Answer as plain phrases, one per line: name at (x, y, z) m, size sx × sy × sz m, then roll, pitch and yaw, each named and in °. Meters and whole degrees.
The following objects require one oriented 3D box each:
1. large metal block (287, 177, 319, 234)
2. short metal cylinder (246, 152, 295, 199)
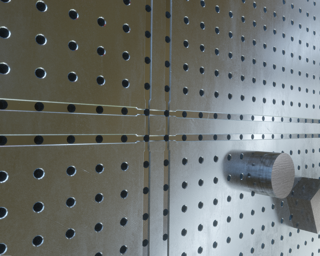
large metal block at (0.320, 0.163, 0.662) m, size 0.081 × 0.050 × 0.080 m, roll -30°, pitch 109°, yaw -36°
short metal cylinder at (0.200, 0.083, 0.561) m, size 0.081 × 0.050 × 0.079 m, roll 0°, pitch 90°, yaw -40°
